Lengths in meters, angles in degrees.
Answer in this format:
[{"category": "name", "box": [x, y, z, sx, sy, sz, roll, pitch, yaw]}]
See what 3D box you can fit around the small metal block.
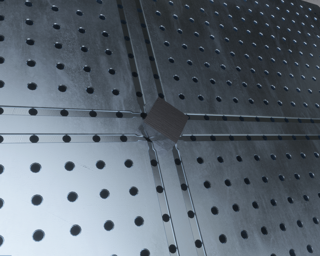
[{"category": "small metal block", "box": [0.004, -0.006, 0.413, 0.050, 0.025, 0.050, 34, 52, -7]}]
